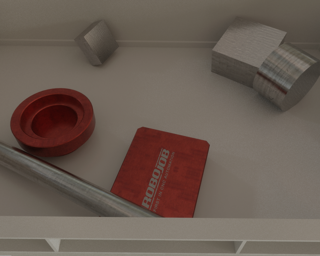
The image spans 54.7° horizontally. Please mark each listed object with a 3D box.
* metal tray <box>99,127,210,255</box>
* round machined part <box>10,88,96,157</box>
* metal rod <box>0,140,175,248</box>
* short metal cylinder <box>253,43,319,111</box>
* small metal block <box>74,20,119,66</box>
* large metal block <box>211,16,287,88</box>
[{"bbox_3d":[-0.001,0.063,0.349,0.090,0.030,0.130,13,51,10],"label":"metal tray"},{"bbox_3d":[-0.132,-0.003,0.395,0.099,0.042,0.098,0,50,0],"label":"round machined part"},{"bbox_3d":[-0.123,0.050,0.334,0.301,0.025,0.025,19,52,24],"label":"metal rod"},{"bbox_3d":[0.177,-0.071,0.431,0.081,0.080,0.050,-30,57,-23],"label":"short metal cylinder"},{"bbox_3d":[-0.101,-0.136,0.497,0.025,0.050,0.050,1,46,40],"label":"small metal block"},{"bbox_3d":[0.135,-0.116,0.477,0.080,0.050,0.080,27,68,20],"label":"large metal block"}]
